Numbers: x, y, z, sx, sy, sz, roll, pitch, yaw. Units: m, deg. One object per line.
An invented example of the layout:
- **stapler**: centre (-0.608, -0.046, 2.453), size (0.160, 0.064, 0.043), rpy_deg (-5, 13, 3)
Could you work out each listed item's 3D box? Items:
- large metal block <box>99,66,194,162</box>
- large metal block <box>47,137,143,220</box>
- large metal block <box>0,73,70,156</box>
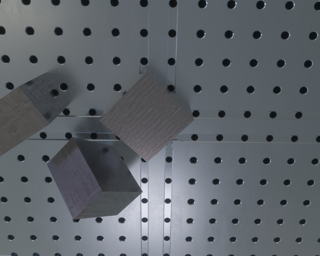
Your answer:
- **large metal block**: centre (-0.016, -0.018, 0.393), size (0.080, 0.050, 0.080), rpy_deg (43, 104, -14)
- **large metal block**: centre (-0.080, 0.063, 0.389), size (0.050, 0.080, 0.080), rpy_deg (-44, 62, 14)
- **large metal block**: centre (-0.168, -0.017, 0.376), size (0.080, 0.080, 0.050), rpy_deg (-31, 107, 11)
